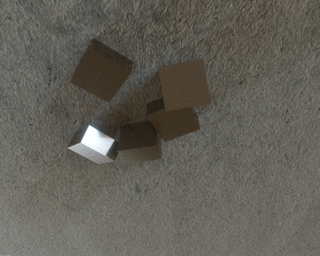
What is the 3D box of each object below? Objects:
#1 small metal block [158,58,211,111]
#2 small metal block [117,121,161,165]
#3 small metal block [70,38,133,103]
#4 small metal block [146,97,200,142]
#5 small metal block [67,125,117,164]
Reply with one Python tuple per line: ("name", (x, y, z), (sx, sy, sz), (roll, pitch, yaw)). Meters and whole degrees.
("small metal block", (0.028, -0.048, 0.350), (0.050, 0.025, 0.050), (-10, 92, 8))
("small metal block", (-0.025, 0.018, 0.406), (0.050, 0.050, 0.025), (-9, 130, 7))
("small metal block", (-0.066, -0.064, 0.352), (0.050, 0.025, 0.050), (28, 125, -22))
("small metal block", (0.017, -0.015, 0.395), (0.050, 0.025, 0.050), (-21, 127, 17))
("small metal block", (-0.087, 0.024, 0.413), (0.050, 0.025, 0.050), (33, 153, -25))
